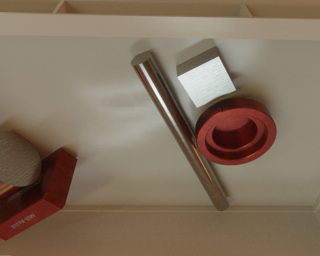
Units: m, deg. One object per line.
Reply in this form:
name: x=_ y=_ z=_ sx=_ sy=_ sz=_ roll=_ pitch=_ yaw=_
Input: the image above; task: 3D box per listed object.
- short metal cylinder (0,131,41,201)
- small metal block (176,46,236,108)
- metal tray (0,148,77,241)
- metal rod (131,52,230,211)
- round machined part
short metal cylinder: x=-0.209 y=0.051 z=0.413 sx=0.050 sy=0.080 sz=0.080 roll=-31 pitch=124 yaw=23
small metal block: x=0.053 y=-0.058 z=0.360 sx=0.050 sy=0.025 sz=0.050 roll=-24 pitch=126 yaw=19
metal tray: x=-0.181 y=0.094 z=0.443 sx=0.130 sy=0.090 sz=0.030 roll=-31 pitch=124 yaw=23
metal rod: x=0.042 y=0.026 z=0.431 sx=0.025 sy=0.025 sz=0.299 roll=-20 pitch=128 yaw=15
round machined part: x=0.094 y=0.000 z=0.400 sx=0.099 sy=0.042 sz=0.097 roll=-1 pitch=130 yaw=0
